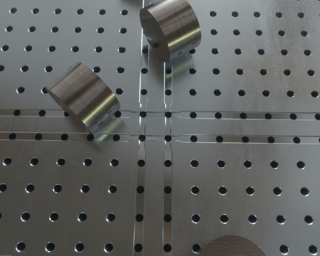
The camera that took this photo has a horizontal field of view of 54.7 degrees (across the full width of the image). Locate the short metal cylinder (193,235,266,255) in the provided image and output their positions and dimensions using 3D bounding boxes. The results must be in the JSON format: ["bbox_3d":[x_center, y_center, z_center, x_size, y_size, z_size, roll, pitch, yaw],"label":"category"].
[{"bbox_3d":[0.076,0.160,0.341,0.081,0.050,0.080,0,70,-1],"label":"short metal cylinder"}]

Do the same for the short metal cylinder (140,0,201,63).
[{"bbox_3d":[0.014,-0.139,0.434,0.050,0.080,0.080,-31,73,-11],"label":"short metal cylinder"}]

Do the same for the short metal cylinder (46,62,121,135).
[{"bbox_3d":[-0.097,-0.037,0.395,0.080,0.080,0.050,41,75,13],"label":"short metal cylinder"}]
